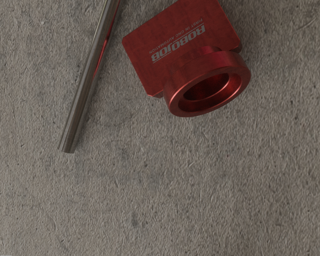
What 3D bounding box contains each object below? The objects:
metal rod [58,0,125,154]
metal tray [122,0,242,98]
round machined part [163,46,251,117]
[{"bbox_3d":[-0.089,-0.106,0.440,0.025,0.025,0.298,22,97,18],"label":"metal rod"},{"bbox_3d":[0.026,-0.107,0.397,0.130,0.030,0.090,-29,81,17],"label":"metal tray"},{"bbox_3d":[0.049,-0.056,0.355,0.098,0.098,0.042,-29,66,18],"label":"round machined part"}]
